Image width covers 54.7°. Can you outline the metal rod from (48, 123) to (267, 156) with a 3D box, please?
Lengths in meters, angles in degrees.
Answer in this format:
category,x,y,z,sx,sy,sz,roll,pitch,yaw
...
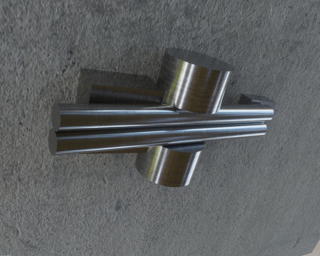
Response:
category,x,y,z,sx,sy,sz,roll,pitch,yaw
metal rod,0.025,0.007,0.368,0.302,0.025,0.025,-3,120,-36

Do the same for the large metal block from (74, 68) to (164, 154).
category,x,y,z,sx,sy,sz,roll,pitch,yaw
large metal block,-0.051,-0.018,0.353,0.081,0.050,0.079,2,118,-29

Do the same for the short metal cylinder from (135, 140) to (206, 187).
category,x,y,z,sx,sy,sz,roll,pitch,yaw
short metal cylinder,0.013,0.031,0.399,0.081,0.080,0.050,1,118,-29

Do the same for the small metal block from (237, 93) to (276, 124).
category,x,y,z,sx,sy,sz,roll,pitch,yaw
small metal block,0.141,-0.023,0.472,0.050,0.025,0.050,3,117,-30

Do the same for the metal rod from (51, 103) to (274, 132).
category,x,y,z,sx,sy,sz,roll,pitch,yaw
metal rod,0.031,-0.015,0.358,0.302,0.025,0.025,-3,120,-36

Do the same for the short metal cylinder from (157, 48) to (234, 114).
category,x,y,z,sx,sy,sz,roll,pitch,yaw
short metal cylinder,0.039,-0.056,0.359,0.081,0.080,0.050,1,118,-29
